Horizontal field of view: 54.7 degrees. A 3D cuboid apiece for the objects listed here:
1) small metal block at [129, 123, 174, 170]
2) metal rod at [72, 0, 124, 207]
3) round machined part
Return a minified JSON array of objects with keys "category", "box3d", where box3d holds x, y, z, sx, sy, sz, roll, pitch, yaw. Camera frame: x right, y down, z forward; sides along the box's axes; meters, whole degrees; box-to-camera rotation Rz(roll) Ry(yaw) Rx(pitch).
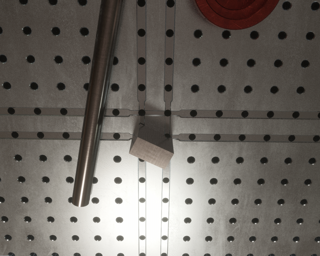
[{"category":"small metal block","box3d":[-0.011,0.023,0.409,0.050,0.050,0.025,25,108,-10]},{"category":"metal rod","box3d":[-0.083,-0.029,0.401,0.025,0.025,0.298,12,110,-5]},{"category":"round machined part","box3d":[0.083,-0.161,0.346,0.099,0.042,0.097,0,110,-1]}]
